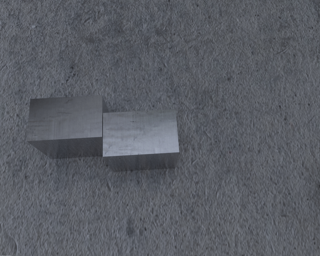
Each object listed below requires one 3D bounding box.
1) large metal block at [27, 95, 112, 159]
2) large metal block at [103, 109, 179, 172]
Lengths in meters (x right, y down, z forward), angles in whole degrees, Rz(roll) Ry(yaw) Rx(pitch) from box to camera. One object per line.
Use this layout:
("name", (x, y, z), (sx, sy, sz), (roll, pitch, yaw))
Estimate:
("large metal block", (-0.104, 0.002, 0.377), (0.081, 0.080, 0.050), (-3, 70, -1))
("large metal block", (-0.021, 0.018, 0.372), (0.081, 0.080, 0.050), (-3, 70, -1))
